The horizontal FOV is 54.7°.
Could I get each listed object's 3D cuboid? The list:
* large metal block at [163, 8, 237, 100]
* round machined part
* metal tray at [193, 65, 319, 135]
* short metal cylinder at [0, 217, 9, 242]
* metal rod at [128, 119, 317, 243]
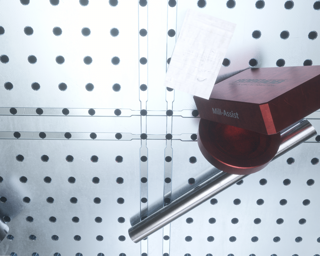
[{"bbox_3d":[0.042,-0.086,0.351,0.050,0.080,0.079,17,109,-3],"label":"large metal block"},{"bbox_3d":[0.096,0.014,0.391,0.099,0.098,0.042,0,149,0],"label":"round machined part"},{"bbox_3d":[0.105,-0.035,0.331,0.091,0.130,0.030,-26,107,-16],"label":"metal tray"},{"bbox_3d":[-0.266,0.150,0.437,0.080,0.080,0.050,-26,108,9],"label":"short metal cylinder"},{"bbox_3d":[0.081,0.081,0.443,0.300,0.025,0.025,-34,107,11],"label":"metal rod"}]
